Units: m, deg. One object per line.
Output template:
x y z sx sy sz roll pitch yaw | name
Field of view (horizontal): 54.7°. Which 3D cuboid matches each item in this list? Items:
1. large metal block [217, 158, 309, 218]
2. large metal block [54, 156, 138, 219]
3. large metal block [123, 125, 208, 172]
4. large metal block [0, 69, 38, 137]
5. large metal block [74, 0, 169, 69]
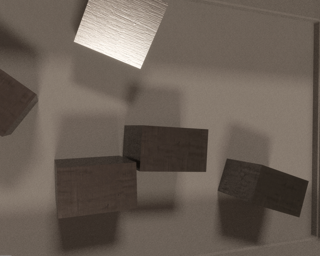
0.142 0.082 0.436 0.081 0.080 0.050 20 84 -19 | large metal block
-0.076 0.062 0.354 0.081 0.080 0.050 -2 91 -20 | large metal block
0.004 0.024 0.384 0.081 0.080 0.050 4 89 -20 | large metal block
-0.176 -0.036 0.316 0.080 0.080 0.050 38 78 -17 | large metal block
-0.047 -0.127 0.365 0.081 0.050 0.080 19 107 -20 | large metal block
